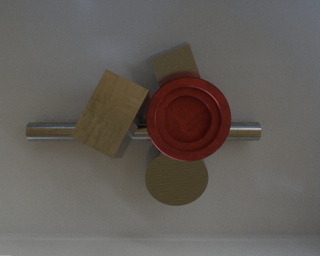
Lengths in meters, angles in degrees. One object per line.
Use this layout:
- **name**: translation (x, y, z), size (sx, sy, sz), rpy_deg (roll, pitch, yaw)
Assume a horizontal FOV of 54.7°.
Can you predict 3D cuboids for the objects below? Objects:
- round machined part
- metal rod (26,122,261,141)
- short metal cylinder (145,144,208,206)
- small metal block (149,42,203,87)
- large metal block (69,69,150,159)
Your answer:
- **round machined part**: translation (0.033, -0.011, 0.377), size (0.099, 0.042, 0.097), rpy_deg (0, 93, 0)
- **metal rod**: translation (-0.020, 0.005, 0.410), size (0.302, 0.025, 0.025), rpy_deg (0, 110, -1)
- **short metal cylinder**: translation (0.021, 0.056, 0.417), size (0.081, 0.050, 0.079), rpy_deg (0, 110, -1)
- **small metal block**: translation (0.019, -0.072, 0.384), size (0.050, 0.025, 0.050), rpy_deg (-20, 109, 6)
- **large metal block**: translation (-0.052, -0.012, 0.360), size (0.050, 0.080, 0.080), rpy_deg (27, 85, 2)
